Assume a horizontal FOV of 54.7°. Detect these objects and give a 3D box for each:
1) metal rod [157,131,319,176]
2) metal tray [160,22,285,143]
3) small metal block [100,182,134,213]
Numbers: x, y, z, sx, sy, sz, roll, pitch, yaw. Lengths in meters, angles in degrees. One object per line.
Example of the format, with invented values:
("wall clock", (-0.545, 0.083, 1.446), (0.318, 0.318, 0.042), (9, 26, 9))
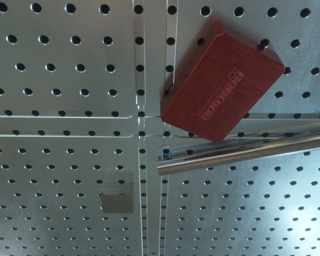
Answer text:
("metal rod", (0.145, 0.032, 0.440), (0.301, 0.025, 0.025), (-11, 130, 8))
("metal tray", (0.069, -0.047, 0.370), (0.091, 0.030, 0.129), (22, 127, -18))
("small metal block", (-0.069, 0.115, 0.509), (0.050, 0.025, 0.050), (1, 130, -2))
